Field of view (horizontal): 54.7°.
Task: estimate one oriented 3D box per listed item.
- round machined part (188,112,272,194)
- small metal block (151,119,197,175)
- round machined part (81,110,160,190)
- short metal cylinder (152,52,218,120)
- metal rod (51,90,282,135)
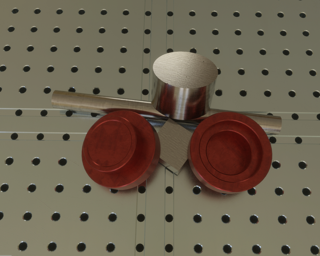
[{"bbox_3d":[0.083,0.032,0.385,0.099,0.042,0.098,1,72,-3],"label":"round machined part"},{"bbox_3d":[0.017,0.024,0.399,0.050,0.025,0.050,35,73,11],"label":"small metal block"},{"bbox_3d":[-0.053,0.023,0.376,0.098,0.042,0.098,-6,70,17],"label":"round machined part"},{"bbox_3d":[0.030,-0.056,0.399,0.081,0.050,0.080,3,44,-2],"label":"short metal cylinder"},{"bbox_3d":[0.007,-0.021,0.416,0.302,0.025,0.025,7,70,2],"label":"metal rod"}]
